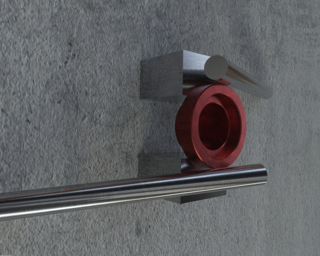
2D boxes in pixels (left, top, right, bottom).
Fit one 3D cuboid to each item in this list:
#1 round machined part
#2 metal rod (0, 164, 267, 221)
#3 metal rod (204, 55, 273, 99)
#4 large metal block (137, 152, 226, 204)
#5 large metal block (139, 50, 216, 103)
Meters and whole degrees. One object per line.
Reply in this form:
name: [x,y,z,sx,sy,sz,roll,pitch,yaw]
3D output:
round machined part: [0.056,-0.002,0.368,0.099,0.042,0.097,0,90,-40]
metal rod: [-0.027,0.063,0.313,0.303,0.025,0.025,-4,93,-18]
metal rod: [0.127,-0.063,0.445,0.301,0.025,0.025,-2,92,-62]
large metal block: [0.028,0.059,0.396,0.081,0.080,0.050,1,89,-40]
large metal block: [0.030,-0.061,0.397,0.081,0.080,0.050,1,89,-40]
